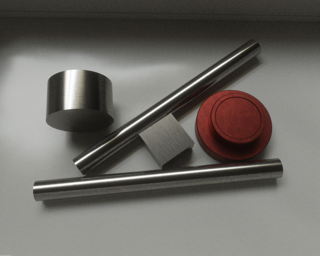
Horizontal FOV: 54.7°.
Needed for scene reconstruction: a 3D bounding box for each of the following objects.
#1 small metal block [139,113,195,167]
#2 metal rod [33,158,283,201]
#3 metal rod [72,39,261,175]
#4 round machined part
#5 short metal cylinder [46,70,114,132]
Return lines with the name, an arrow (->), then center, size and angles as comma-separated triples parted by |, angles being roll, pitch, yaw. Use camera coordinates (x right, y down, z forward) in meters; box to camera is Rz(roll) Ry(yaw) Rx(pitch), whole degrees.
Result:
small metal block -> 0.008, 0.017, 0.401 | 0.050, 0.025, 0.050 | -34, 74, -12
metal rod -> 0.000, 0.064, 0.385 | 0.302, 0.025, 0.025 | -5, 70, -3
metal rod -> 0.018, -0.035, 0.421 | 0.301, 0.025, 0.025 | -35, 74, -12
round machined part -> 0.097, -0.006, 0.401 | 0.099, 0.042, 0.098 | 0, 70, -1
short metal cylinder -> -0.100, -0.031, 0.390 | 0.081, 0.080, 0.050 | -5, 70, -2
